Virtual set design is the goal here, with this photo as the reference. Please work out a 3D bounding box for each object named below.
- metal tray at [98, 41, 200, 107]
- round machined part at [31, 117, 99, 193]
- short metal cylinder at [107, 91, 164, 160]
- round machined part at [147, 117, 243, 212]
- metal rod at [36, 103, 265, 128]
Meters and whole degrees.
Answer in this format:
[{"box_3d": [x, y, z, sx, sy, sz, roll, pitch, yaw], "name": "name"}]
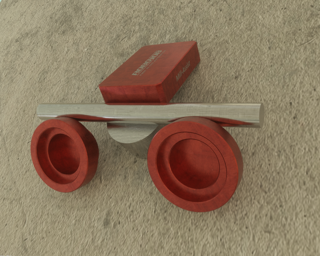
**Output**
[{"box_3d": [-0.010, -0.075, 0.417, 0.090, 0.030, 0.131, 2, 37, 29], "name": "metal tray"}, {"box_3d": [-0.122, 0.033, 0.415, 0.098, 0.042, 0.097, 6, 103, 26], "name": "round machined part"}, {"box_3d": [-0.021, -0.005, 0.403, 0.080, 0.050, 0.080, -13, 56, 20], "name": "short metal cylinder"}, {"box_3d": [0.039, 0.035, 0.329, 0.098, 0.042, 0.097, 8, 108, 26], "name": "round machined part"}, {"box_3d": [-0.034, -0.018, 0.369, 0.300, 0.025, 0.025, 2, 63, 29], "name": "metal rod"}]
